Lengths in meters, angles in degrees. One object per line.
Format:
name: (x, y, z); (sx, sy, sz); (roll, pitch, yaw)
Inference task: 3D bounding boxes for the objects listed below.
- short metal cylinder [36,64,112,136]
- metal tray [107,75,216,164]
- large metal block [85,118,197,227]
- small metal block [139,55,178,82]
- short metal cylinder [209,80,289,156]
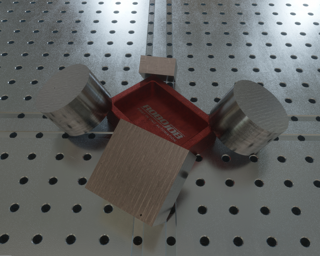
short metal cylinder: (-0.110, -0.036, 0.402); (0.080, 0.050, 0.080); (-17, 48, 19)
metal tray: (0.000, -0.010, 0.411); (0.091, 0.030, 0.130); (-34, 58, -25)
large metal block: (-0.018, 0.047, 0.329); (0.080, 0.050, 0.080); (25, 85, 19)
small metal block: (-0.001, -0.087, 0.461); (0.050, 0.050, 0.025); (7, 88, 6)
short metal cylinder: (0.109, -0.013, 0.383); (0.081, 0.050, 0.080); (18, 47, -20)
